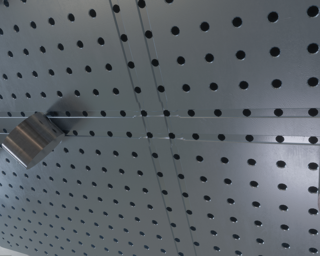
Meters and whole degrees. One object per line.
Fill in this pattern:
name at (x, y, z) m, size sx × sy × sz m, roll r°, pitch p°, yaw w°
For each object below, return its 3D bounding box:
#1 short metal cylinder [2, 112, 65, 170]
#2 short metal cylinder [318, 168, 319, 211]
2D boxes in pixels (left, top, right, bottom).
short metal cylinder at (-0.199, 0.020, 0.493) m, size 0.050 × 0.080 × 0.080 m, roll 44°, pitch 129°, yaw -3°
short metal cylinder at (0.211, 0.067, 0.325) m, size 0.080 × 0.050 × 0.079 m, roll 13°, pitch 124°, yaw 21°
